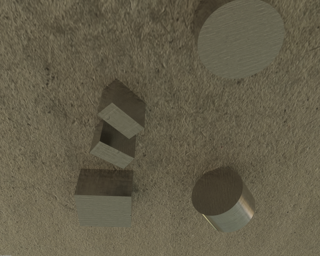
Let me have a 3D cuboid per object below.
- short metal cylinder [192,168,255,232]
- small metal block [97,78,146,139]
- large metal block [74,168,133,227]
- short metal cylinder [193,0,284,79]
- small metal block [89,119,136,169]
[{"bbox_3d":[0.095,0.107,0.464,0.080,0.080,0.050,-25,126,19],"label":"short metal cylinder"},{"bbox_3d":[-0.044,-0.023,0.370,0.025,0.050,0.050,-35,122,25],"label":"small metal block"},{"bbox_3d":[-0.084,0.110,0.484,0.081,0.050,0.079,2,130,-3],"label":"large metal block"},{"bbox_3d":[0.075,-0.097,0.310,0.081,0.050,0.079,0,130,0],"label":"short metal cylinder"},{"bbox_3d":[-0.060,0.018,0.406,0.050,0.050,0.025,30,124,-23],"label":"small metal block"}]
